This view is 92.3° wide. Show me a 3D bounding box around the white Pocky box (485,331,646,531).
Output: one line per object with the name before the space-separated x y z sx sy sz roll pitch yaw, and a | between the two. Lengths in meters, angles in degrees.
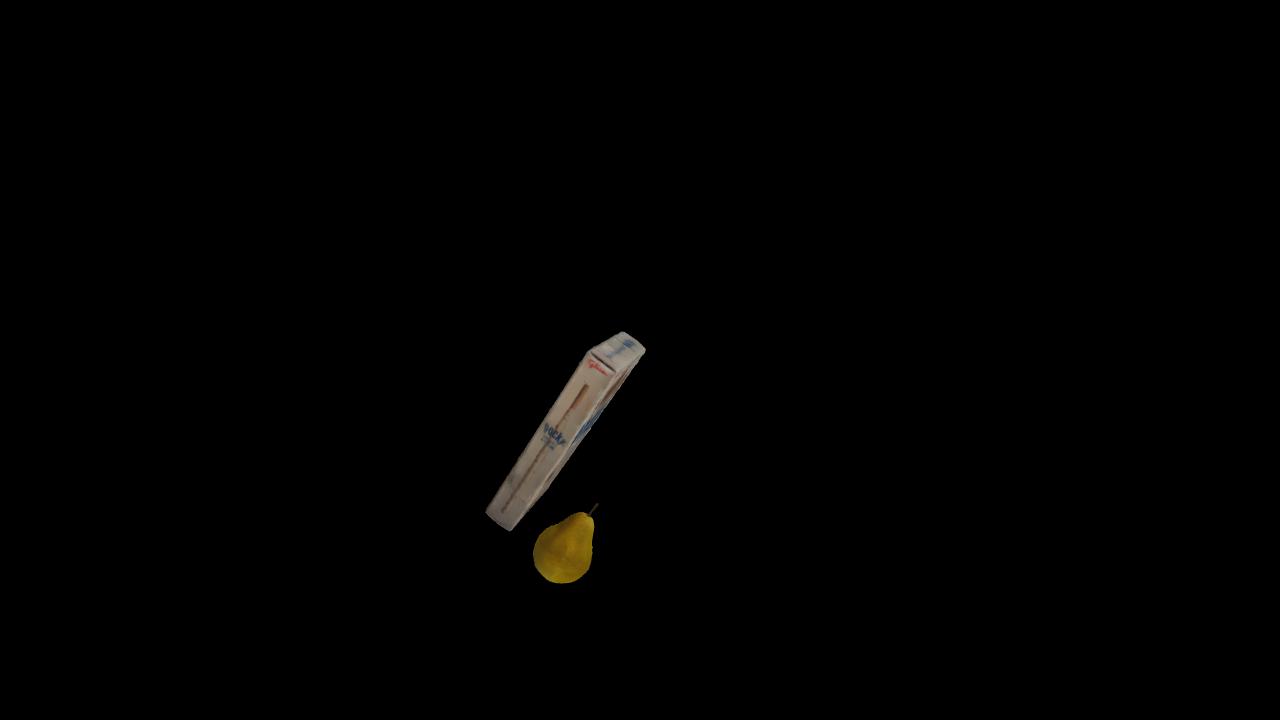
white Pocky box | -0.056 0.051 0.465 0.028 0.154 0.084 36 18 4

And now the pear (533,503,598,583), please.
pear | -0.091 0.236 0.805 0.080 0.111 0.080 25 13 -6
